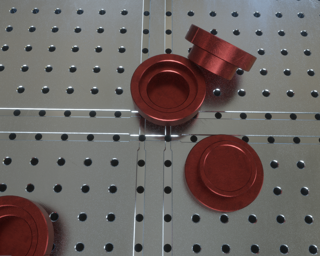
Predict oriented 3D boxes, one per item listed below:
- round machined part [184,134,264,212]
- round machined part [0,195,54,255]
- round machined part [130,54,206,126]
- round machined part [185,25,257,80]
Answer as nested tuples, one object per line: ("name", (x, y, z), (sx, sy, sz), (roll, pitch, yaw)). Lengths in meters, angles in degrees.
("round machined part", (0.080, 0.054, 0.384), (0.099, 0.042, 0.098), (0, 70, 0))
("round machined part", (-0.170, 0.129, 0.353), (0.099, 0.042, 0.098), (0, 70, -1))
("round machined part", (0.011, -0.048, 0.420), (0.099, 0.042, 0.098), (0, 70, -1))
("round machined part", (0.077, -0.099, 0.420), (0.098, 0.098, 0.042), (31, 109, 10))
